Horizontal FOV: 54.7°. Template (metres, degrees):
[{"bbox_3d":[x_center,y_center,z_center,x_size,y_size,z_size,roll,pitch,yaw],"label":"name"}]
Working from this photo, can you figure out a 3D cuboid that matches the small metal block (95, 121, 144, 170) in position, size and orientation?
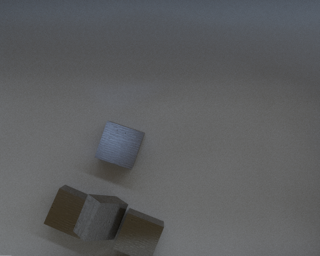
[{"bbox_3d":[-0.052,0.022,0.411,0.050,0.025,0.050,19,90,0],"label":"small metal block"}]

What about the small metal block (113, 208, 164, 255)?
[{"bbox_3d":[-0.027,0.142,0.411,0.050,0.025,0.050,22,90,0],"label":"small metal block"}]

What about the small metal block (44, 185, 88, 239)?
[{"bbox_3d":[-0.117,0.110,0.410,0.050,0.025,0.050,24,90,0],"label":"small metal block"}]

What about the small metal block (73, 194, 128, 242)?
[{"bbox_3d":[-0.075,0.114,0.396,0.025,0.050,0.050,22,90,39],"label":"small metal block"}]
